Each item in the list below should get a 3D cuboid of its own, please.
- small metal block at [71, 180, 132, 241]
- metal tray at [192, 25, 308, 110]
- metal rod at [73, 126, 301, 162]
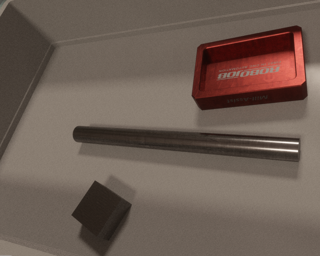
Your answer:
[{"bbox_3d":[-0.072,0.100,0.380,0.050,0.025,0.050,24,74,36],"label":"small metal block"},{"bbox_3d":[0.110,-0.073,0.389,0.130,0.030,0.090,-5,59,25],"label":"metal tray"},{"bbox_3d":[0.011,0.016,0.389,0.300,0.025,0.025,3,63,29],"label":"metal rod"}]
